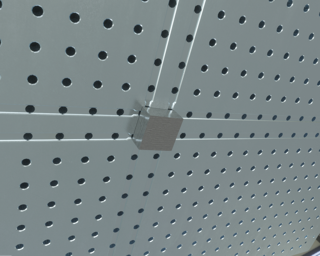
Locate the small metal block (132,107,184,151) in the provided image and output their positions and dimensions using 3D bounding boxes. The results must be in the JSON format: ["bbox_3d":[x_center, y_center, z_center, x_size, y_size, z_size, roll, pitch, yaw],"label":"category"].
[{"bbox_3d":[-0.003,0.002,0.412,0.050,0.025,0.050,5,116,-31],"label":"small metal block"}]
